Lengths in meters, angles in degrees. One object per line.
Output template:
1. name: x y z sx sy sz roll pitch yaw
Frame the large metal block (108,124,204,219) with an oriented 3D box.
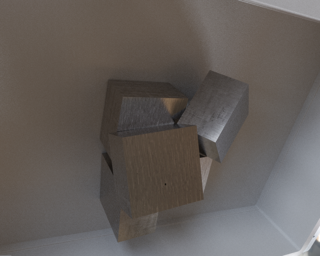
1. large metal block: -0.005 0.041 0.330 0.081 0.050 0.079 -9 97 -24

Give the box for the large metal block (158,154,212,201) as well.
1. large metal block: 0.020 0.064 0.440 0.081 0.050 0.079 -5 121 -26

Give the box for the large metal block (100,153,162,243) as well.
1. large metal block: -0.041 0.084 0.402 0.050 0.080 0.079 -7 122 -26

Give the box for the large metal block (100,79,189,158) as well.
1. large metal block: -0.022 -0.010 0.374 0.081 0.050 0.079 -1 119 -28

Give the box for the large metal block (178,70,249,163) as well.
1. large metal block: 0.070 -0.012 0.391 0.080 0.050 0.080 -58 155 -13
